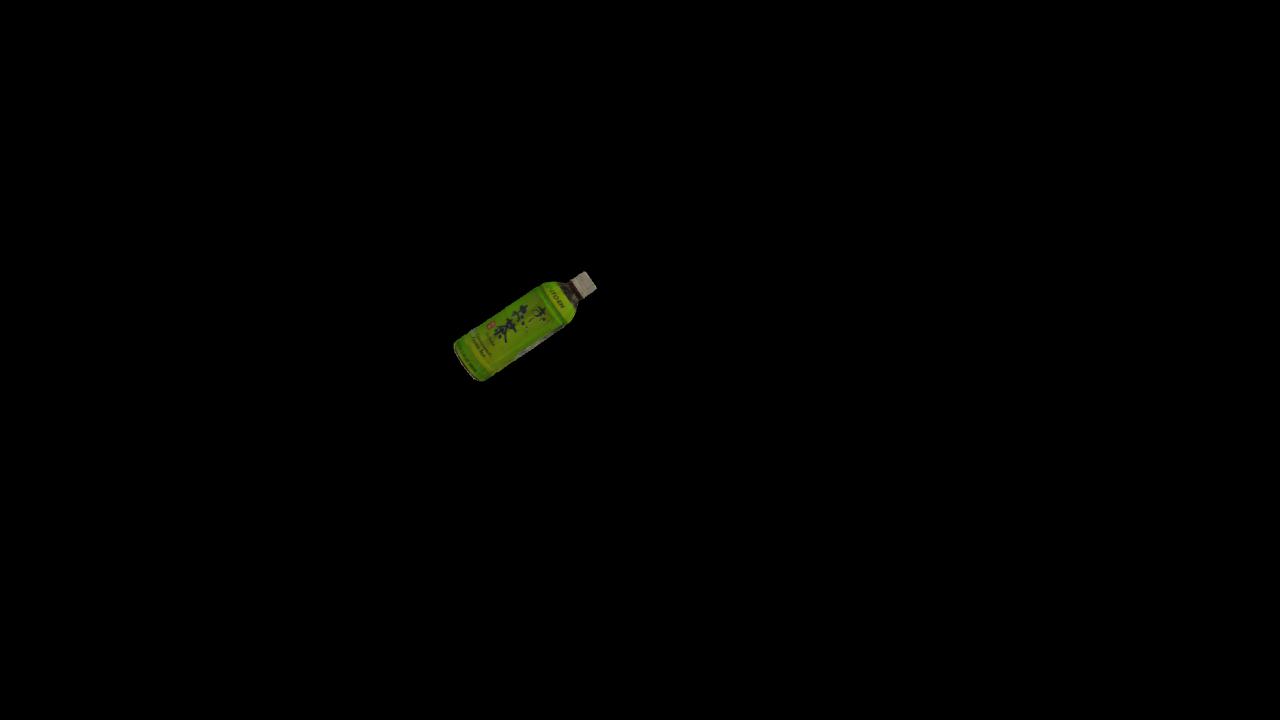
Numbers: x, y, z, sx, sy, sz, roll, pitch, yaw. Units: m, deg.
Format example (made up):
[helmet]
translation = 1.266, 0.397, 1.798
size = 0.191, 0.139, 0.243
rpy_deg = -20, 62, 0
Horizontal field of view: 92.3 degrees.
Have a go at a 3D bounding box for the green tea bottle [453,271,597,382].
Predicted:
[green tea bottle]
translation = -0.155, -0.053, 0.864
size = 0.212, 0.073, 0.073
rpy_deg = -33, 1, -2
